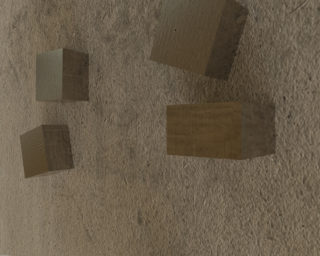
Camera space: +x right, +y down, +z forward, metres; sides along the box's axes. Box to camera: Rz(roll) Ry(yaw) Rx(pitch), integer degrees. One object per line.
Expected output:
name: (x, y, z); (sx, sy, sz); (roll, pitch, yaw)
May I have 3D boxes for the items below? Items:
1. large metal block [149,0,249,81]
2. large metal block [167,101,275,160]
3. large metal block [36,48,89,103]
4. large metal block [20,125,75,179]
large metal block: (0.043, -0.105, 0.353); (0.080, 0.050, 0.079); (25, 106, 37)
large metal block: (0.063, 0.002, 0.317); (0.080, 0.081, 0.050); (0, 90, 40)
large metal block: (-0.166, -0.085, 0.526); (0.080, 0.050, 0.079); (1, 91, 40)
large metal block: (-0.205, 0.043, 0.558); (0.080, 0.050, 0.080); (-19, 78, 38)
